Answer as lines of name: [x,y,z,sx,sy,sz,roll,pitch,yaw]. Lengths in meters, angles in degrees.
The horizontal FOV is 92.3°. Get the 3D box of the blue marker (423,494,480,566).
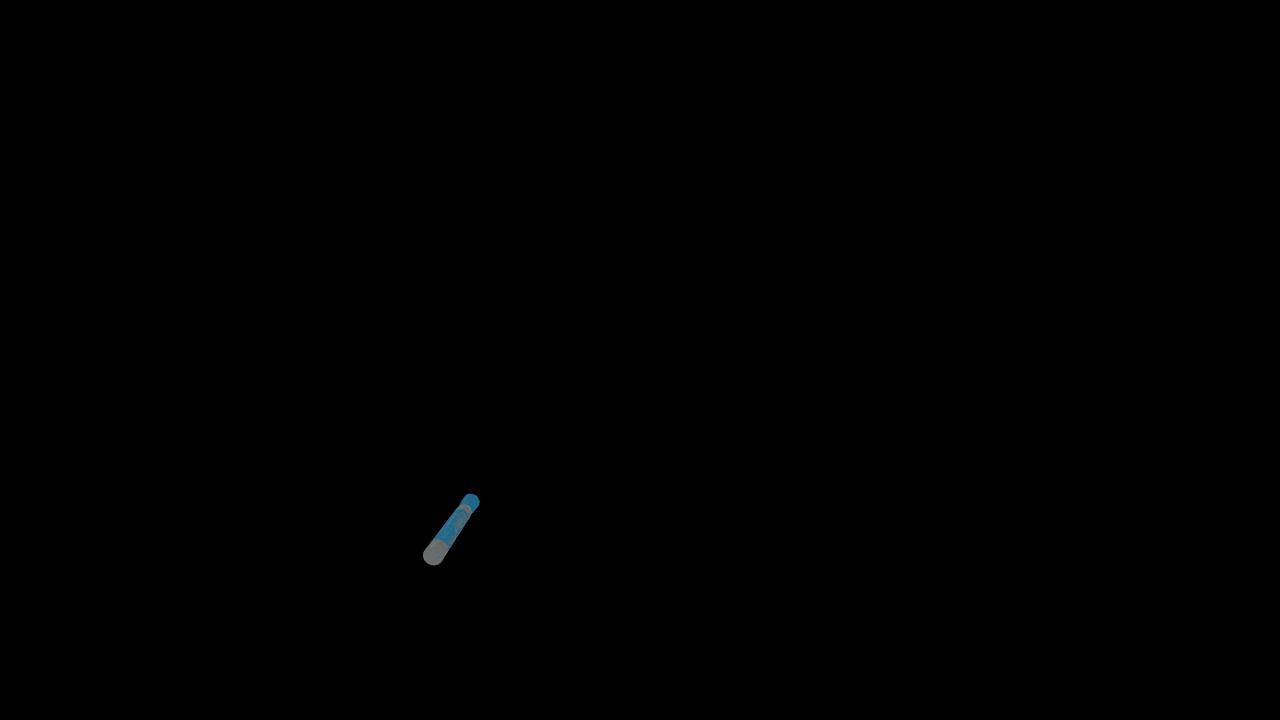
blue marker: [-0.186,0.166,0.618,0.020,0.020,0.121,0,12,2]
